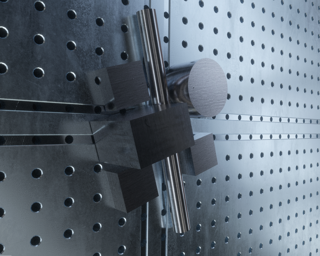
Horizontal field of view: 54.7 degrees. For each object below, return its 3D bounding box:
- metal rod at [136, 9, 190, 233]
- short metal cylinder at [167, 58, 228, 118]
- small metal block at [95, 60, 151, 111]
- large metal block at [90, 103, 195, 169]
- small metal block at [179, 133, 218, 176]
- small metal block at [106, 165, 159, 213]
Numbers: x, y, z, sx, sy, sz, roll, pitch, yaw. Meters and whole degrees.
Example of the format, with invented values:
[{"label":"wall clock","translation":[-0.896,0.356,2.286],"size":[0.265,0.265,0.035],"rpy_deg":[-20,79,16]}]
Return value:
[{"label":"metal rod","translation":[0.006,-0.003,0.416],"size":[0.025,0.025,0.298],"rpy_deg":[-16,100,-39]},{"label":"short metal cylinder","translation":[0.050,-0.055,0.436],"size":[0.081,0.050,0.079],"rpy_deg":[0,90,-40]},{"label":"small metal block","translation":[-0.044,-0.051,0.374],"size":[0.050,0.025,0.050],"rpy_deg":[-22,104,-38]},{"label":"large metal block","translation":[-0.020,0.006,0.356],"size":[0.081,0.080,0.050],"rpy_deg":[-20,103,-39]},{"label":"small metal block","translation":[0.056,0.037,0.459],"size":[0.050,0.025,0.050],"rpy_deg":[-19,102,-39]},{"label":"small metal block","translation":[-0.033,0.069,0.383],"size":[0.050,0.025,0.050],"rpy_deg":[-20,103,-38]}]
